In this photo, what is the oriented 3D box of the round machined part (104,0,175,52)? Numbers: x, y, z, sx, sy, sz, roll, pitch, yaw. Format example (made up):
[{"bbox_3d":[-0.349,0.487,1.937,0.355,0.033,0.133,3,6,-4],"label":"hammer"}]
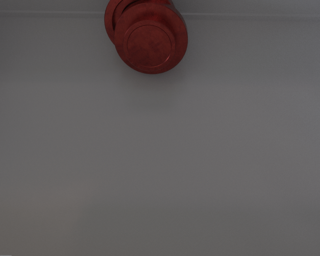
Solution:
[{"bbox_3d":[-0.025,-0.153,0.436,0.099,0.097,0.042,4,37,1],"label":"round machined part"}]

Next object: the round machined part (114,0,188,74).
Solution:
[{"bbox_3d":[-0.012,-0.115,0.410,0.099,0.097,0.042,4,36,1],"label":"round machined part"}]
